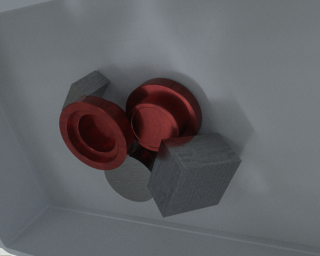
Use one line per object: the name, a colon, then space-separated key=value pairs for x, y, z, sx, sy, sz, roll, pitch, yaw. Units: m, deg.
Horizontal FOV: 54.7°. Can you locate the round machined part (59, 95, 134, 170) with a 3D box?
round machined part: x=-0.076 y=0.003 z=0.398 sx=0.098 sy=0.042 sz=0.097 roll=13 pitch=124 yaw=20

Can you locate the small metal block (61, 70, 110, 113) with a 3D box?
small metal block: x=-0.099 y=-0.043 z=0.414 sx=0.025 sy=0.050 sz=0.050 roll=38 pitch=129 yaw=2

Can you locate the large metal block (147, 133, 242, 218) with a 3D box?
large metal block: x=0.039 y=0.056 z=0.375 sx=0.050 sy=0.081 sz=0.079 roll=57 pitch=142 yaw=42

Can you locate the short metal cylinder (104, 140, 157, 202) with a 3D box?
short metal cylinder: x=-0.031 y=0.058 z=0.441 sx=0.080 sy=0.050 sz=0.079 roll=13 pitch=124 yaw=20

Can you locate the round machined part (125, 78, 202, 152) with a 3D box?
round machined part: x=-0.001 y=-0.009 z=0.387 sx=0.098 sy=0.042 sz=0.097 roll=13 pitch=124 yaw=20
